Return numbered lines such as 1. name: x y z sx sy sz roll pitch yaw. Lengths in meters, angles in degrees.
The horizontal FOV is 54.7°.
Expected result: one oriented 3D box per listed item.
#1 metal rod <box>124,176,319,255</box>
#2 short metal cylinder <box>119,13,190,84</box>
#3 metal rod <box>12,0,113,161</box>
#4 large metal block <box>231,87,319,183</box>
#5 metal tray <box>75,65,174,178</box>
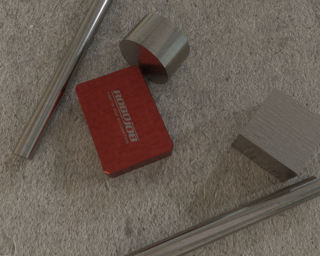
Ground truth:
1. metal rod: 0.055 0.123 0.363 0.302 0.025 0.025 -20 72 -8
2. short metal cylinder: -0.007 -0.105 0.417 0.080 0.080 0.050 34 73 11
3. metal rod: -0.125 -0.096 0.441 0.025 0.025 0.299 18 71 6
4. large metal block: 0.151 0.009 0.393 0.080 0.050 0.080 37 74 12
5. metal tray: -0.048 -0.011 0.409 0.091 0.030 0.130 -21 72 -8
